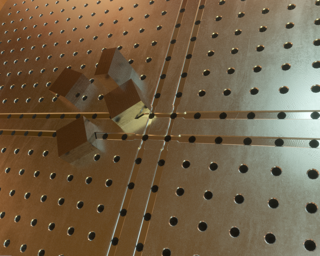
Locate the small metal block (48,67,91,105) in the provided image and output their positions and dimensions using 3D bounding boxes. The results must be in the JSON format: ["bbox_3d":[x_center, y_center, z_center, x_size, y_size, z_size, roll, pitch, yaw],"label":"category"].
[{"bbox_3d":[-0.156,-0.073,0.537,0.050,0.025,0.050,23,74,36],"label":"small metal block"}]

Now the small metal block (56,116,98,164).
[{"bbox_3d":[-0.125,0.017,0.465,0.050,0.025,0.050,-28,52,10],"label":"small metal block"}]

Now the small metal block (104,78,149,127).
[{"bbox_3d":[-0.050,-0.037,0.459,0.050,0.025,0.050,-31,52,8],"label":"small metal block"}]

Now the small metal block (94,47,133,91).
[{"bbox_3d":[-0.072,-0.089,0.486,0.025,0.050,0.050,-2,61,27],"label":"small metal block"}]
